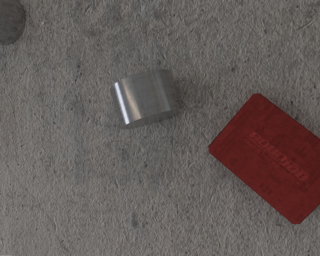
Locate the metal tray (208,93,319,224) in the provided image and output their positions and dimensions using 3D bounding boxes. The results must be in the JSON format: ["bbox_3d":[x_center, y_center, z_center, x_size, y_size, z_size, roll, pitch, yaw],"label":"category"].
[{"bbox_3d":[0.134,0.033,0.359,0.130,0.030,0.090,41,103,15],"label":"metal tray"}]

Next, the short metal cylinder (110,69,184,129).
[{"bbox_3d":[-0.016,-0.034,0.386,0.080,0.080,0.050,-19,84,19],"label":"short metal cylinder"}]

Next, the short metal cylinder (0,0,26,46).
[{"bbox_3d":[-0.262,-0.176,0.488,0.080,0.050,0.080,0,90,20],"label":"short metal cylinder"}]
